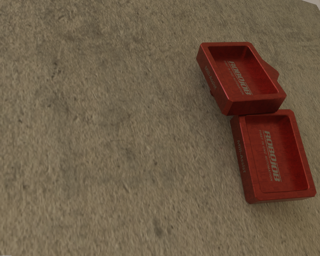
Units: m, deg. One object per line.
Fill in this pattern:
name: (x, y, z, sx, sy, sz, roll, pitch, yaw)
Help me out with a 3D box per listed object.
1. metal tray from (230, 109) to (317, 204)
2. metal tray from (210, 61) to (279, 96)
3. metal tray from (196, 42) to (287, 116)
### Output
metal tray: (0.158, 0.038, 0.441, 0.091, 0.030, 0.130, -1, 68, -12)
metal tray: (0.149, -0.078, 0.531, 0.090, 0.030, 0.130, 37, 51, -4)
metal tray: (0.118, -0.079, 0.467, 0.091, 0.030, 0.130, -5, 52, -15)
